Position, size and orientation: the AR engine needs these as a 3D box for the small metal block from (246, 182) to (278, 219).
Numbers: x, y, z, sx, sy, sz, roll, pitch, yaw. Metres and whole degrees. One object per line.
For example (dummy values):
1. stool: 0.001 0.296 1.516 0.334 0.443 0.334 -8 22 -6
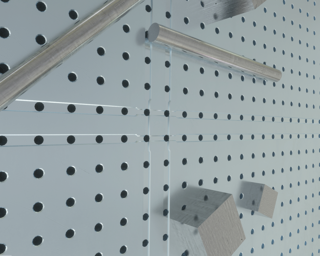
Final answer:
1. small metal block: 0.187 0.132 0.566 0.050 0.025 0.050 31 71 -36

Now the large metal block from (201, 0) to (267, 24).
1. large metal block: 0.105 -0.212 0.460 0.050 0.080 0.080 -43 116 -32

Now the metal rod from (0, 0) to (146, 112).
1. metal rod: -0.075 -0.114 0.345 0.301 0.025 0.025 -49 119 -29

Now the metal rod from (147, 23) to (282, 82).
1. metal rod: 0.107 -0.112 0.497 0.302 0.025 0.025 6 86 -40

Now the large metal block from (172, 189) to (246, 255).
1. large metal block: 0.074 0.148 0.455 0.081 0.050 0.080 -32 110 -36
